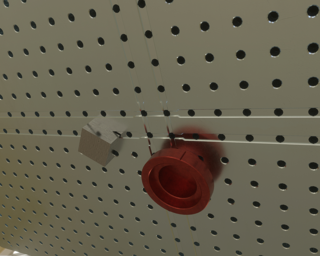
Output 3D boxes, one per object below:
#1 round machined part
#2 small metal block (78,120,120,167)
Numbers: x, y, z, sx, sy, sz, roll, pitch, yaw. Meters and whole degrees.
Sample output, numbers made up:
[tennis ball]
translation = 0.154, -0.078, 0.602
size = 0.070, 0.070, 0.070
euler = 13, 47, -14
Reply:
[round machined part]
translation = 0.027, 0.069, 0.428
size = 0.098, 0.042, 0.097
euler = 13, 124, 21
[small metal block]
translation = -0.095, 0.024, 0.476
size = 0.050, 0.025, 0.050
euler = 28, 128, 10
